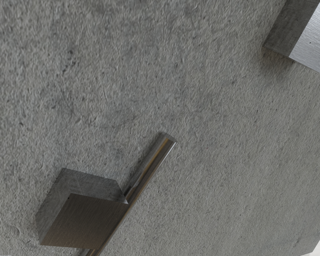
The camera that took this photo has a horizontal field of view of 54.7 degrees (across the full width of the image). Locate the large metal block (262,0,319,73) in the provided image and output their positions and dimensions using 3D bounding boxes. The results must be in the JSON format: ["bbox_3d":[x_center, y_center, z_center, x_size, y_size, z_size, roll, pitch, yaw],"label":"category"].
[{"bbox_3d":[0.201,-0.129,0.421,0.081,0.050,0.079,12,112,-34],"label":"large metal block"}]

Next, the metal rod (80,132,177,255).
[{"bbox_3d":[-0.067,0.134,0.452,0.025,0.025,0.299,24,105,-37],"label":"metal rod"}]

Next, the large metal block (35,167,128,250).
[{"bbox_3d":[-0.102,0.106,0.401,0.080,0.050,0.080,22,106,-37],"label":"large metal block"}]
